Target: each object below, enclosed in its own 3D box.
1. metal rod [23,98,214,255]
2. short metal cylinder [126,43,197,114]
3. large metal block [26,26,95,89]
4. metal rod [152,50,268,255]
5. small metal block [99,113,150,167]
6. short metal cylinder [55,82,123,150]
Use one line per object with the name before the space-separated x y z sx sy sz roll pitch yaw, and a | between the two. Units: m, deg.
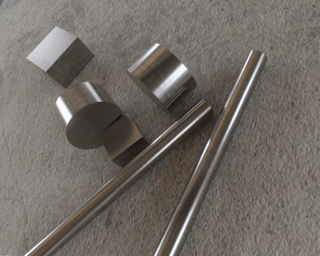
metal rod | -0.053 0.071 0.387 0.300 0.025 0.025 -41 51 -1
short metal cylinder | 0.002 -0.064 0.407 0.050 0.080 0.080 -45 51 -3
large metal block | -0.180 -0.129 0.561 0.080 0.050 0.080 33 80 38
metal rod | 0.057 0.037 0.351 0.025 0.025 0.300 16 70 34
small metal block | -0.048 0.016 0.419 0.050 0.025 0.050 -37 51 3
short metal cylinder | -0.098 -0.017 0.430 0.080 0.080 0.050 -41 51 1
